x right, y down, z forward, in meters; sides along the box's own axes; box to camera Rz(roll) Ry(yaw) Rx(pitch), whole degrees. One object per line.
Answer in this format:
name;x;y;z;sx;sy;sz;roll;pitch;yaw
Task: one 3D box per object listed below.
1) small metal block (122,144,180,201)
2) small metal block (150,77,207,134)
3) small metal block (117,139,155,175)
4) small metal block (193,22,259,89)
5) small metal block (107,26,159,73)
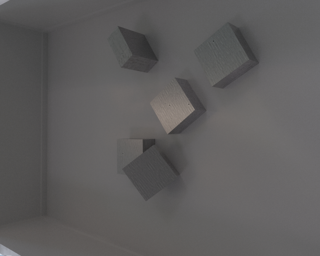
small metal block;-0.011;0.056;0.395;0.050;0.025;0.050;-38;84;7
small metal block;0.022;-0.027;0.389;0.050;0.025;0.050;-43;64;31
small metal block;-0.034;0.040;0.435;0.050;0.025;0.050;-1;90;40
small metal block;0.073;-0.080;0.347;0.050;0.025;0.050;-36;68;34
small metal block;-0.037;-0.106;0.421;0.025;0.050;0.050;-40;66;33
